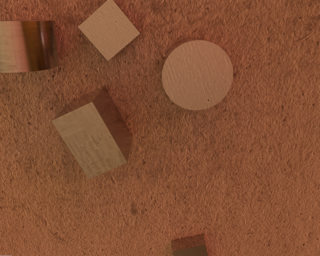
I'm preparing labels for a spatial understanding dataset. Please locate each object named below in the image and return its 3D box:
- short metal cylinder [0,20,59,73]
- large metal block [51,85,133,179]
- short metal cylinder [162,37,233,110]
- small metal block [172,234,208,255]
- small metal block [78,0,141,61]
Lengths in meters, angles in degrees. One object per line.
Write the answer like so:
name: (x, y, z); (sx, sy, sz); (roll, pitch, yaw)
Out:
short metal cylinder: (-0.156, -0.093, 0.344); (0.081, 0.080, 0.050); (0, 110, -1)
large metal block: (-0.077, 0.002, 0.380); (0.050, 0.080, 0.080); (-24, 109, 8)
short metal cylinder: (0.042, -0.067, 0.373); (0.081, 0.050, 0.079); (0, 110, -1)
small metal block: (0.049, 0.198, 0.484); (0.050, 0.025, 0.050); (-13, 110, 4)
small metal block: (-0.058, -0.116, 0.366); (0.050, 0.025, 0.050); (-38, 106, 12)
